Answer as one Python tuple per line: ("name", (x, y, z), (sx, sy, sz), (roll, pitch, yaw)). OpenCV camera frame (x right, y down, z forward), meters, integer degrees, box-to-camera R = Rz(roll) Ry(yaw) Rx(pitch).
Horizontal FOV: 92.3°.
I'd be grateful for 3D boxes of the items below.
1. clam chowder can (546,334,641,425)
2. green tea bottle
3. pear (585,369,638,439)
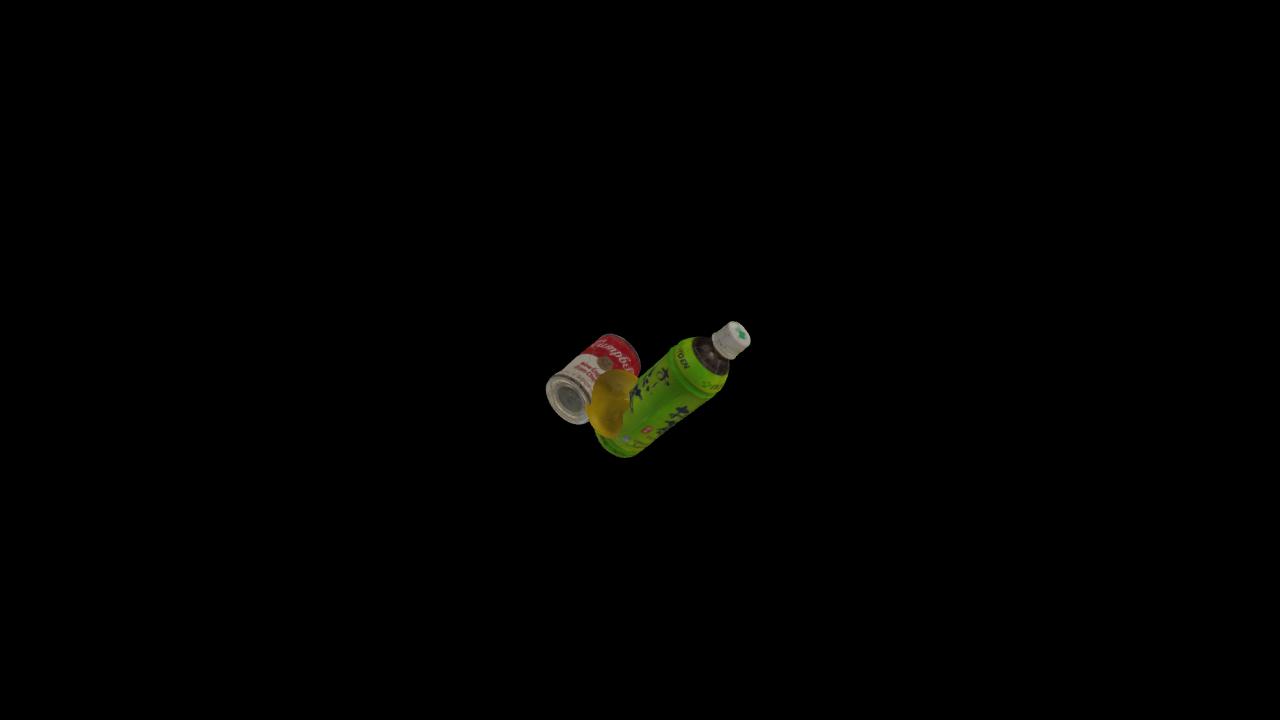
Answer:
("clam chowder can", (-0.054, 0.022, 0.724), (0.068, 0.068, 0.102), (0, 29, 38))
("green tea bottle", (0.035, 0.030, 0.668), (0.073, 0.073, 0.212), (0, -35, -47))
("pear", (-0.033, 0.040, 0.718), (0.080, 0.080, 0.111), (0, 26, -20))
